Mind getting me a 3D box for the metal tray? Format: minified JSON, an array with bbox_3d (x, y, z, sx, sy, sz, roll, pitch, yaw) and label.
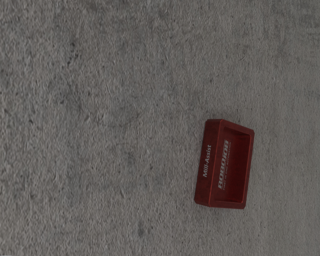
[{"bbox_3d":[0.104,0.058,0.486,0.091,0.030,0.129,16,80,-39],"label":"metal tray"}]
